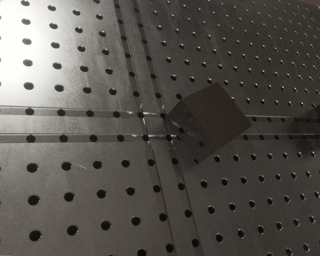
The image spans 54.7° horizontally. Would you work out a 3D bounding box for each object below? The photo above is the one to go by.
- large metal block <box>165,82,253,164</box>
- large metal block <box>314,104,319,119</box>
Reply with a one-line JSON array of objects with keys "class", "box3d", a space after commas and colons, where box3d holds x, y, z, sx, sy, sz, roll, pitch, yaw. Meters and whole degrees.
[{"class": "large metal block", "box3d": [0.069, -0.009, 0.436, 0.081, 0.050, 0.080, -28, 77, -38]}, {"class": "large metal block", "box3d": [0.356, -0.024, 0.583, 0.050, 0.080, 0.080, 1, 62, -28]}]
